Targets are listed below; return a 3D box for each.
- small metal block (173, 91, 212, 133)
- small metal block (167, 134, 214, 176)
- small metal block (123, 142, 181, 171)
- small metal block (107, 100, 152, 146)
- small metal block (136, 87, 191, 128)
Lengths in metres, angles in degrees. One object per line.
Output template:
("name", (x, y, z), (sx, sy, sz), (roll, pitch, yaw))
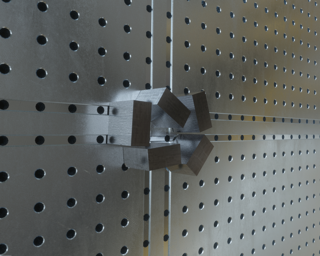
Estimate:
("small metal block", (0.040, -0.021, 0.424), (0.025, 0.050, 0.050), (-21, 103, -38))
("small metal block", (0.037, 0.035, 0.422), (0.025, 0.050, 0.050), (50, 61, -28))
("small metal block", (-0.010, 0.034, 0.383), (0.050, 0.050, 0.025), (-7, 94, -40))
("small metal block", (-0.036, -0.005, 0.361), (0.025, 0.050, 0.050), (5, 88, -40))
("small metal block", (0.002, -0.024, 0.393), (0.050, 0.050, 0.025), (41, 66, -33))
